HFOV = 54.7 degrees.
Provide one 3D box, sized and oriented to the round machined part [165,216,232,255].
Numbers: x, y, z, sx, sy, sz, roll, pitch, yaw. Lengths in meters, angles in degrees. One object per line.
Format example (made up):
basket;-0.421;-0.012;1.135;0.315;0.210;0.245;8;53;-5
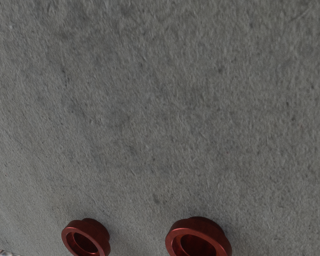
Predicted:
round machined part;0.061;0.174;0.470;0.098;0.042;0.097;13;124;20

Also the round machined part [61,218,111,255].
round machined part;-0.137;0.214;0.598;0.098;0.042;0.097;13;124;20
